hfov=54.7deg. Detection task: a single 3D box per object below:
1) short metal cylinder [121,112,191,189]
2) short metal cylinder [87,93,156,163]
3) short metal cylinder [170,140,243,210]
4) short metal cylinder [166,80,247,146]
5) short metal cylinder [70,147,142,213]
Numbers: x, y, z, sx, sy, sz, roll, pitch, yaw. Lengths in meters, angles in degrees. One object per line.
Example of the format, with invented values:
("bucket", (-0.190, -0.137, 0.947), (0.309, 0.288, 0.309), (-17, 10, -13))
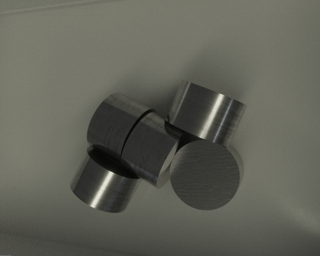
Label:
("short metal cylinder", (-0.003, 0.027, 0.381), (0.050, 0.080, 0.080), (28, 99, 17))
("short metal cylinder", (-0.047, 0.001, 0.395), (0.050, 0.080, 0.080), (27, 99, 17))
("short metal cylinder", (0.058, 0.053, 0.374), (0.080, 0.050, 0.079), (0, 90, 19))
("short metal cylinder", (0.053, -0.018, 0.360), (0.080, 0.080, 0.050), (24, 98, 18))
("short metal cylinder", (-0.068, 0.065, 0.402), (0.080, 0.080, 0.050), (31, 100, 17))
